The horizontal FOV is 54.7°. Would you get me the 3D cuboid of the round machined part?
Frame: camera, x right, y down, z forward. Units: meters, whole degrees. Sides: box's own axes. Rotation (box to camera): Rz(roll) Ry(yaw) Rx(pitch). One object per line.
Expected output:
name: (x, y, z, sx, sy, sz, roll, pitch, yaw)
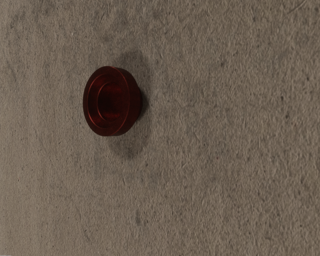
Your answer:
round machined part: (-0.064, -0.037, 0.444, 0.098, 0.042, 0.097, 0, 90, 39)
